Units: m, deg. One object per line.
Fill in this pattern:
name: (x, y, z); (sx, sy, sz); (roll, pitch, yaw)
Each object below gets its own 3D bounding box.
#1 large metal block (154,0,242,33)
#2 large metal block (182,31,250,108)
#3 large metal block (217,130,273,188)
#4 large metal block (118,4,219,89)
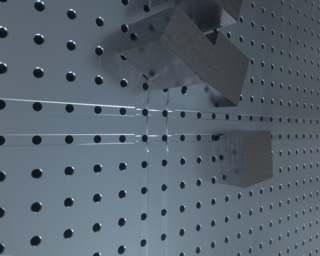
large metal block: (0.054, -0.176, 0.420); (0.080, 0.080, 0.050); (23, 76, -38)
large metal block: (0.083, -0.084, 0.465); (0.080, 0.050, 0.080); (28, 73, -37)
large metal block: (0.143, 0.048, 0.516); (0.081, 0.050, 0.079); (-8, 95, -40)
large metal block: (0.011, -0.095, 0.384); (0.080, 0.080, 0.050); (37, 67, -34)
